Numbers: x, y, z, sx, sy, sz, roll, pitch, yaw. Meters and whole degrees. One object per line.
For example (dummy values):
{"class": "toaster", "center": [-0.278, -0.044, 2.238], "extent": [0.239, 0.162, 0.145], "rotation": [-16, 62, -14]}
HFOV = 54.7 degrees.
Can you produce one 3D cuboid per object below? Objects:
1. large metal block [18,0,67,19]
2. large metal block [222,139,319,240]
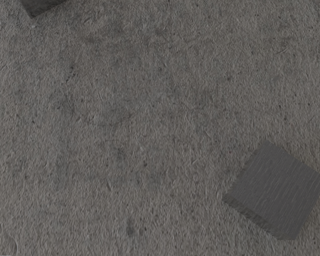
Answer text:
{"class": "large metal block", "center": [-0.191, -0.230, 0.477], "extent": [0.080, 0.050, 0.080], "rotation": [-34, 74, -12]}
{"class": "large metal block", "center": [0.134, 0.074, 0.368], "extent": [0.080, 0.050, 0.080], "rotation": [35, 74, 11]}
